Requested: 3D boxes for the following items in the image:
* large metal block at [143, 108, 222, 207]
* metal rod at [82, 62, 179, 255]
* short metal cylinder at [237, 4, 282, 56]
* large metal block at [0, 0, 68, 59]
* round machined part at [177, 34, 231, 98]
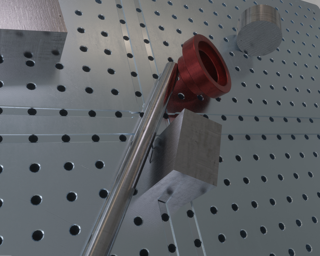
[{"bbox_3d":[0.026,0.037,0.364,0.050,0.080,0.080,23,53,-14],"label":"large metal block"},{"bbox_3d":[-0.023,0.020,0.383,0.025,0.025,0.300,29,52,-10],"label":"metal rod"},{"bbox_3d":[0.187,-0.183,0.585,0.080,0.080,0.050,23,53,-14],"label":"short metal cylinder"},{"bbox_3d":[-0.168,-0.133,0.383,0.081,0.050,0.080,-7,65,-31],"label":"large metal block"},{"bbox_3d":[0.064,-0.089,0.471,0.098,0.042,0.098,32,45,-38],"label":"round machined part"}]
